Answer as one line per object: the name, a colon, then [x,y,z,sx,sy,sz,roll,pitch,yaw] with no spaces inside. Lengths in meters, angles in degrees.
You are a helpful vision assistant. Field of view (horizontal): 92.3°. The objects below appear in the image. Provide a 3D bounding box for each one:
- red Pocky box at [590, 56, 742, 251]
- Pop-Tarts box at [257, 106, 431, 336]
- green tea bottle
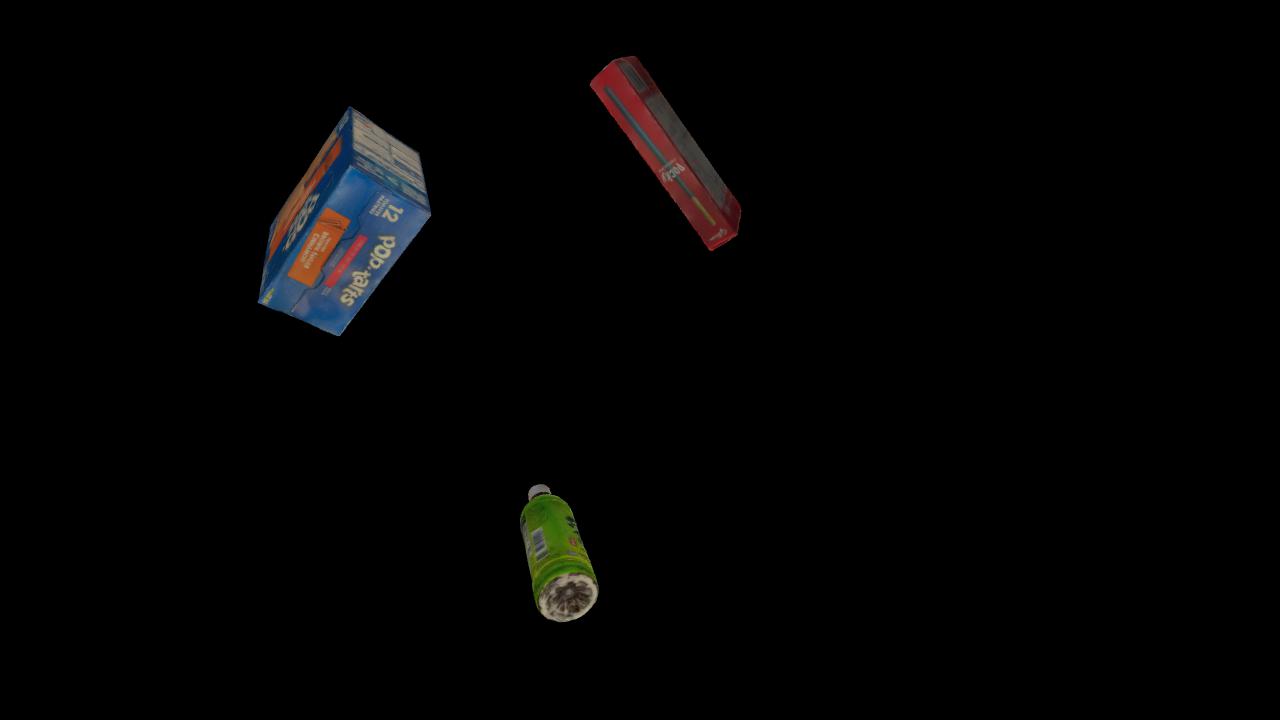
red Pocky box: [0.025,-0.164,0.486,0.028,0.155,0.083,-32,17,24]
Pop-Tarts box: [-0.294,-0.137,0.610,0.083,0.167,0.141,28,25,-41]
green tea bottle: [-0.108,0.218,0.749,0.073,0.073,0.212,0,22,-19]
